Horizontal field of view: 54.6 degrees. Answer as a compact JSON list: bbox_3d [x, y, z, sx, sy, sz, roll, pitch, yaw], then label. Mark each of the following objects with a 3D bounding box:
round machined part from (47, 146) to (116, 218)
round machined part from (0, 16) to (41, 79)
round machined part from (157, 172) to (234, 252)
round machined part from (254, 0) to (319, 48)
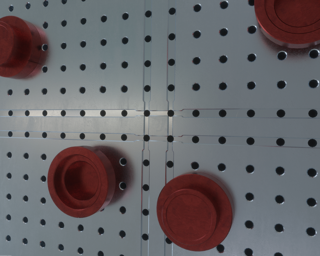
[{"bbox_3d":[-0.106,0.074,0.442,0.098,0.042,0.097,0,90,20],"label":"round machined part"},{"bbox_3d":[-0.242,-0.129,0.490,0.098,0.042,0.097,0,90,20],"label":"round machined part"},{"bbox_3d":[0.041,0.107,0.389,0.098,0.042,0.097,0,90,20],"label":"round machined part"},{"bbox_3d":[0.158,-0.138,0.348,0.098,0.042,0.097,0,90,20],"label":"round machined part"}]
